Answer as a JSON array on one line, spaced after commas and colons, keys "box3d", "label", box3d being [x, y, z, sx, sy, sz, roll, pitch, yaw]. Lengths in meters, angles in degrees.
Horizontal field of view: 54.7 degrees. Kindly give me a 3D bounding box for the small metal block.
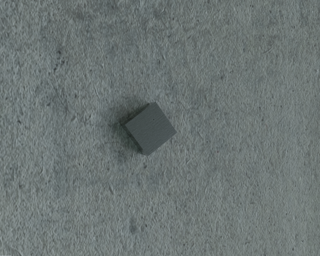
[{"box3d": [-0.015, 0.001, 0.406, 0.050, 0.025, 0.050, -39, 103, -16], "label": "small metal block"}]
